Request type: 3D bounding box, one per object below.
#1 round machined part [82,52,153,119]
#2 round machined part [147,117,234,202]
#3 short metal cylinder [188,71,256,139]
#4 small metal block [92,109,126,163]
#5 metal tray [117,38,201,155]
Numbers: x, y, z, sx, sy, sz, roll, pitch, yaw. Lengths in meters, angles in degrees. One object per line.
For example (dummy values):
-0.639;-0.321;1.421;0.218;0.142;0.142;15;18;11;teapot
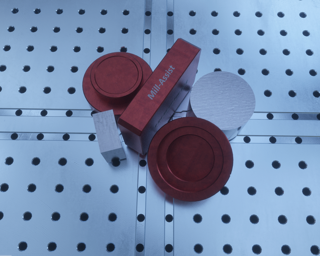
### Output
-0.056;-0.063;0.420;0.099;0.042;0.098;0;70;0;round machined part
0.037;0.035;0.374;0.098;0.042;0.097;0;91;10;round machined part
0.077;-0.027;0.404;0.081;0.050;0.080;0;70;0;short metal cylinder
-0.063;0.011;0.389;0.025;0.050;0.050;-14;71;-5;small metal block
0.001;-0.036;0.386;0.030;0.090;0.130;31;73;10;metal tray
